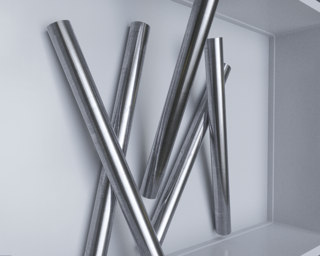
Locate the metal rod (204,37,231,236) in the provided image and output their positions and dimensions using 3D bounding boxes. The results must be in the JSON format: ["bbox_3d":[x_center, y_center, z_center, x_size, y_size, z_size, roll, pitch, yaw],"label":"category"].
[{"bbox_3d":[0.086,0.022,0.454,0.025,0.025,0.298,-20,111,-39],"label":"metal rod"}]

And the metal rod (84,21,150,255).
[{"bbox_3d":[-0.050,0.018,0.366,0.025,0.025,0.299,17,79,-39],"label":"metal rod"}]

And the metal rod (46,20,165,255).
[{"bbox_3d":[-0.051,0.032,0.335,0.025,0.025,0.298,-26,97,-37],"label":"metal rod"}]

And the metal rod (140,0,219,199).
[{"bbox_3d":[0.025,-0.051,0.351,0.025,0.025,0.298,-1,115,-40],"label":"metal rod"}]

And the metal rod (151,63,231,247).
[{"bbox_3d":[0.043,0.032,0.444,0.025,0.025,0.300,38,67,-34],"label":"metal rod"}]
